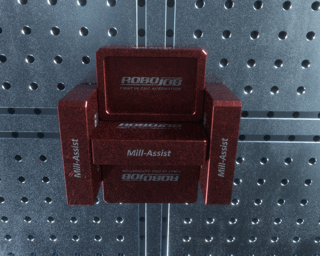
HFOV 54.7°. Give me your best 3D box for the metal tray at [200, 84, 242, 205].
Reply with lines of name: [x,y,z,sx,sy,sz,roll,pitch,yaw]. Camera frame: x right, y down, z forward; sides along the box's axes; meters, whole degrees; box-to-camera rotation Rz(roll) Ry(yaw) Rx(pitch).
metal tray: [0.069,0.018,0.386,0.030,0.090,0.129,1,110,-1]

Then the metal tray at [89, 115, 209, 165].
metal tray: [-0.012,0.012,0.381,0.131,0.090,0.030,1,110,-1]

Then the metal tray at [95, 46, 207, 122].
metal tray: [-0.011,-0.055,0.390,0.131,0.030,0.089,1,110,-1]

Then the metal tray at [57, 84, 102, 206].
metal tray: [-0.093,0.018,0.383,0.030,0.090,0.129,1,110,-1]

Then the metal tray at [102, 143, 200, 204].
metal tray: [-0.013,0.059,0.431,0.131,0.030,0.089,1,110,-1]
